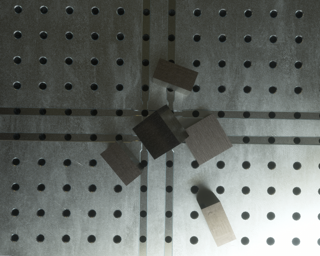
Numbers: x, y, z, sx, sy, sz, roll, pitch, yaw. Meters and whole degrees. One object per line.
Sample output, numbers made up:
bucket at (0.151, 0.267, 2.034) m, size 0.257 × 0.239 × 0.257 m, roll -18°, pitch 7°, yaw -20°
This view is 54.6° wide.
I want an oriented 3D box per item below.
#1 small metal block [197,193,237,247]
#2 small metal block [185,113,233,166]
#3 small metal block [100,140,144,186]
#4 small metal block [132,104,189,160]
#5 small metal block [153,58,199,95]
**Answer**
small metal block at (0.072, 0.117, 0.401) m, size 0.025 × 0.050 × 0.050 m, roll -23°, pitch 90°, yaw 0°
small metal block at (0.060, 0.015, 0.414) m, size 0.050 × 0.025 × 0.050 m, roll -30°, pitch 90°, yaw 0°
small metal block at (-0.047, 0.043, 0.401) m, size 0.025 × 0.050 × 0.050 m, roll -40°, pitch 90°, yaw 0°
small metal block at (0.001, 0.006, 0.401) m, size 0.050 × 0.025 × 0.050 m, roll -35°, pitch 90°, yaw 38°
small metal block at (0.019, -0.065, 0.401) m, size 0.050 × 0.050 × 0.025 m, roll 20°, pitch 90°, yaw 0°
